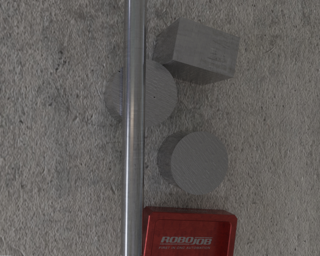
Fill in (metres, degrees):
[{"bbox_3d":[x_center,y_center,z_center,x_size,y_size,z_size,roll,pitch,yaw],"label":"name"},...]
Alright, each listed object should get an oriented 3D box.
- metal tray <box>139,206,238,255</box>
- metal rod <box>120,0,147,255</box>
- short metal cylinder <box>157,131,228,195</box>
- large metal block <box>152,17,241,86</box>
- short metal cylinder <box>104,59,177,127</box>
[{"bbox_3d":[0.037,0.157,0.420,0.131,0.030,0.089,8,87,-20],"label":"metal tray"},{"bbox_3d":[-0.029,-0.010,0.345,0.025,0.025,0.298,1,90,-20],"label":"metal rod"},{"bbox_3d":[0.042,0.044,0.411,0.081,0.050,0.079,0,90,-20],"label":"short metal cylinder"},{"bbox_3d":[0.042,-0.092,0.395,0.081,0.080,0.050,12,86,-20],"label":"large metal block"},{"bbox_3d":[-0.025,-0.041,0.386,0.081,0.050,0.079,0,90,-20],"label":"short metal cylinder"}]
